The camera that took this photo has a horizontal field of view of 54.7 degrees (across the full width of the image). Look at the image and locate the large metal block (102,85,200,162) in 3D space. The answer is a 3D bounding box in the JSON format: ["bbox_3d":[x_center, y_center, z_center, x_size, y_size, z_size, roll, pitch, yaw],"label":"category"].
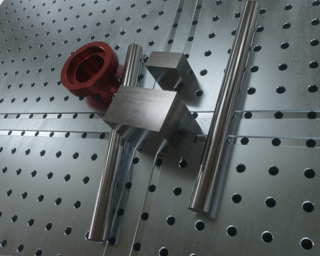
[{"bbox_3d":[-0.008,-0.006,0.379,0.080,0.080,0.050,11,68,32],"label":"large metal block"}]

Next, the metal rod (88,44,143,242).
[{"bbox_3d":[-0.056,0.002,0.434,0.025,0.025,0.299,-7,58,24],"label":"metal rod"}]

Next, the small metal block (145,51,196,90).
[{"bbox_3d":[0.015,-0.080,0.432,0.050,0.050,0.025,12,68,33],"label":"small metal block"}]

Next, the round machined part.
[{"bbox_3d":[-0.110,-0.091,0.509,0.098,0.042,0.098,-13,56,20],"label":"round machined part"}]

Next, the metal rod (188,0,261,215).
[{"bbox_3d":[0.087,-0.042,0.387,0.025,0.025,0.300,5,64,30],"label":"metal rod"}]
